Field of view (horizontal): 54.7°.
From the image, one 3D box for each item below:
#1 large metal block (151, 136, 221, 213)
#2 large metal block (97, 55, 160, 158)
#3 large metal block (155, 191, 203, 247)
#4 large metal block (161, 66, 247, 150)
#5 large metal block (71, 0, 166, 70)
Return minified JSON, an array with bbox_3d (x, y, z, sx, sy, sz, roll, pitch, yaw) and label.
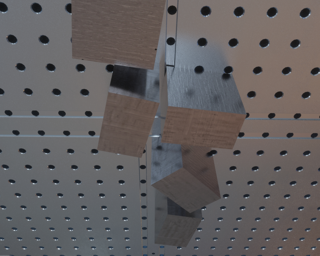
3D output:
[{"bbox_3d":[0.034,0.055,0.423,0.050,0.080,0.080,-34,123,25],"label":"large metal block"},{"bbox_3d":[-0.035,-0.026,0.353,0.050,0.080,0.079,11,129,-10],"label":"large metal block"},{"bbox_3d":[0.025,0.126,0.484,0.050,0.080,0.079,10,129,-9],"label":"large metal block"},{"bbox_3d":[0.044,-0.025,0.355,0.081,0.080,0.050,6,130,-6],"label":"large metal block"},{"bbox_3d":[-0.040,-0.109,0.302,0.081,0.050,0.079,7,130,-7],"label":"large metal block"}]
